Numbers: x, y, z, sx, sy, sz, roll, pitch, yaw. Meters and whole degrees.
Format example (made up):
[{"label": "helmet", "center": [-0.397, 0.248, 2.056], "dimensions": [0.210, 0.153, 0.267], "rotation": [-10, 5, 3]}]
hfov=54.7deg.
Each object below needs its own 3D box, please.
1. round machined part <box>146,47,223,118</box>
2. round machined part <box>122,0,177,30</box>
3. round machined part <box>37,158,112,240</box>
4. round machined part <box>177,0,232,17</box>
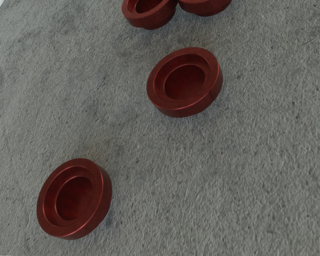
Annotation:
[{"label": "round machined part", "center": [0.035, -0.055, 0.408], "dimensions": [0.098, 0.042, 0.098], "rotation": [-13, 56, 21]}, {"label": "round machined part", "center": [-0.012, -0.207, 0.526], "dimensions": [0.098, 0.042, 0.098], "rotation": [-13, 56, 21]}, {"label": "round machined part", "center": [-0.102, 0.091, 0.391], "dimensions": [0.098, 0.042, 0.098], "rotation": [-13, 56, 21]}, {"label": "round machined part", "center": [0.075, -0.214, 0.484], "dimensions": [0.098, 0.042, 0.098], "rotation": [-12, 57, 19]}]
